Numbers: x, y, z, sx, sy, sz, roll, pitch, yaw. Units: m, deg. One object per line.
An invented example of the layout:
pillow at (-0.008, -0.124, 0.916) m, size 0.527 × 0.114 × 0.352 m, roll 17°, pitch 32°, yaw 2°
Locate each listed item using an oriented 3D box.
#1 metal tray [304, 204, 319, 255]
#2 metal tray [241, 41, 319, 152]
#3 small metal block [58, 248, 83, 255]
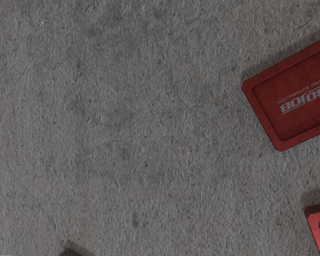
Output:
metal tray at (0.234, 0.114, 0.323) m, size 0.130 × 0.030 × 0.090 m, roll -20°, pitch 83°, yaw 18°
metal tray at (0.171, -0.041, 0.345) m, size 0.130 × 0.030 × 0.090 m, roll -29°, pitch 81°, yaw 17°
small metal block at (-0.127, 0.215, 0.454) m, size 0.050 × 0.025 × 0.050 m, roll 20°, pitch 97°, yaw 18°
